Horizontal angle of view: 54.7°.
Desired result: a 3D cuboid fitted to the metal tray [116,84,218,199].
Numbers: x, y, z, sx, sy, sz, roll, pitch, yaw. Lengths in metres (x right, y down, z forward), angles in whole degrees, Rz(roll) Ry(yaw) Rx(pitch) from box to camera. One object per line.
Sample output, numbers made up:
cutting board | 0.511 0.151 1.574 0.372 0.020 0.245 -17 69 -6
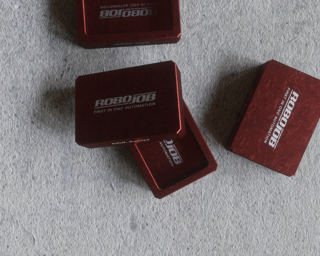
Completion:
metal tray | 0.006 0.015 0.407 0.090 0.030 0.130 -28 90 0

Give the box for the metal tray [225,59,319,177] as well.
metal tray | 0.155 -0.013 0.409 0.090 0.030 0.129 24 90 0

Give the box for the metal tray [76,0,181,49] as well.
metal tray | -0.041 -0.156 0.406 0.131 0.030 0.089 -4 90 0

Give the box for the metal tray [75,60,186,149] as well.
metal tray | -0.038 -0.027 0.382 0.130 0.030 0.090 -7 76 13
